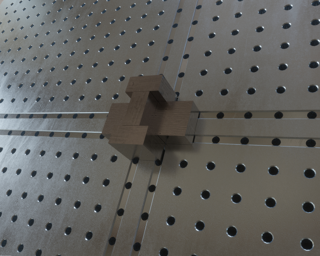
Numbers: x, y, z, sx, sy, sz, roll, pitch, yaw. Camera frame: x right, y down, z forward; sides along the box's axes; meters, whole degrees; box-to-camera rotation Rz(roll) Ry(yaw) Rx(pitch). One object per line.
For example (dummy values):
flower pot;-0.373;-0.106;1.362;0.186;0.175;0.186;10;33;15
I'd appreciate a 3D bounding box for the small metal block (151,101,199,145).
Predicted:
small metal block;0.019;-0.007;0.401;0.050;0.025;0.050;1;62;28

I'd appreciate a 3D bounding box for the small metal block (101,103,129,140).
small metal block;-0.048;-0.008;0.436;0.050;0.025;0.050;1;62;28

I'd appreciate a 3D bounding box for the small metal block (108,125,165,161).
small metal block;-0.028;0.020;0.393;0.050;0.050;0.025;1;62;28

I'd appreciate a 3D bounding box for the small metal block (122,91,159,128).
small metal block;-0.020;-0.013;0.409;0.025;0.050;0.050;1;62;28

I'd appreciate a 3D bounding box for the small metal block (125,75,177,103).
small metal block;-0.011;-0.047;0.425;0.050;0.050;0.025;1;62;28
